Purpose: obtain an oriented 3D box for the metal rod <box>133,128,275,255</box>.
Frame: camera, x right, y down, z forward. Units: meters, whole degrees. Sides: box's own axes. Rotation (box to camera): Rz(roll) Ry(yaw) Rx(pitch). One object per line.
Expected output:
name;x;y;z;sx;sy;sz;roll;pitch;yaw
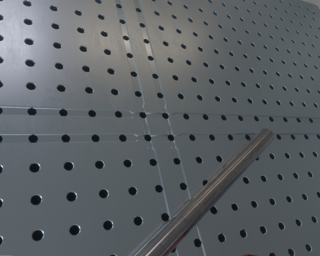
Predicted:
metal rod;0.071;0.078;0.398;0.302;0.025;0.025;-34;81;-38
